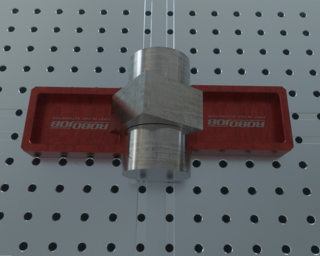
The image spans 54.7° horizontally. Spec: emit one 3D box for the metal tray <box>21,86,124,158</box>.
[{"bbox_3d":[-0.106,-0.008,0.410,0.131,0.030,0.090,1,70,0],"label":"metal tray"}]

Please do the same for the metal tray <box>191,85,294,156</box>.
[{"bbox_3d":[0.102,-0.010,0.413,0.131,0.030,0.090,1,70,0],"label":"metal tray"}]

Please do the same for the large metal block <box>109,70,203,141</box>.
[{"bbox_3d":[-0.005,-0.019,0.374,0.081,0.080,0.050,15,66,-31],"label":"large metal block"}]

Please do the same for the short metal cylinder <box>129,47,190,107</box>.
[{"bbox_3d":[-0.001,-0.062,0.405,0.081,0.080,0.050,1,70,0],"label":"short metal cylinder"}]

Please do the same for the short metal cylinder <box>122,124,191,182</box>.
[{"bbox_3d":[-0.003,0.032,0.370,0.081,0.080,0.050,2,70,0],"label":"short metal cylinder"}]
